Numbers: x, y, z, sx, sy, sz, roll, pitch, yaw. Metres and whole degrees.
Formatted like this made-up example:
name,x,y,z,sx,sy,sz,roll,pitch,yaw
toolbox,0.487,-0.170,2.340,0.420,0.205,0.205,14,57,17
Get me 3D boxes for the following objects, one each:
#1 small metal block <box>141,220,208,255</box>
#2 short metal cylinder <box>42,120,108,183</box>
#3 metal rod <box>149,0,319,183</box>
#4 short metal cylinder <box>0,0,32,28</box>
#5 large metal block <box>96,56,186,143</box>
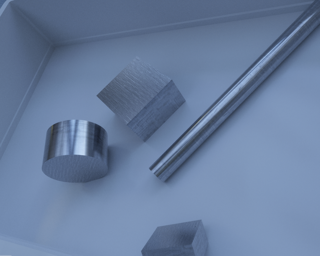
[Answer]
name,x,y,z,sx,sy,sz,roll,pitch,yaw
small metal block,0.016,0.117,0.306,0.050,0.050,0.025,-16,94,19
short metal cylinder,-0.109,0.032,0.406,0.080,0.080,0.050,-18,55,17
metal rod,0.101,-0.049,0.381,0.300,0.025,0.025,-45,51,-4
short metal cylinder,-0.341,-0.281,0.720,0.080,0.080,0.050,-19,55,17
large metal block,-0.026,-0.041,0.427,0.080,0.050,0.080,-46,51,-4
